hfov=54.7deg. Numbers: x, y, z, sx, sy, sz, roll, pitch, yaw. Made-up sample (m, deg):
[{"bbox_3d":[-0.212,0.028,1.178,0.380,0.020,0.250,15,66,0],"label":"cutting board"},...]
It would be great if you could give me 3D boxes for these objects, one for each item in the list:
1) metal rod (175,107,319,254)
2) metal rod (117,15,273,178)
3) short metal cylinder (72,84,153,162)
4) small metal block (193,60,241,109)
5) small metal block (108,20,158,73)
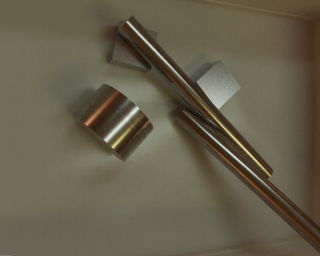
[{"bbox_3d":[0.137,0.081,0.400,0.300,0.025,0.025,43,75,10],"label":"metal rod"},{"bbox_3d":[0.060,-0.027,0.417,0.300,0.025,0.025,44,76,-21],"label":"metal rod"},{"bbox_3d":[-0.055,-0.005,0.362,0.080,0.080,0.050,44,76,-15],"label":"short metal cylinder"},{"bbox_3d":[0.078,-0.060,0.441,0.050,0.025,0.050,-43,104,-15],"label":"small metal block"},{"bbox_3d":[-0.034,-0.103,0.399,0.050,0.025,0.050,12,86,-20],"label":"small metal block"}]
